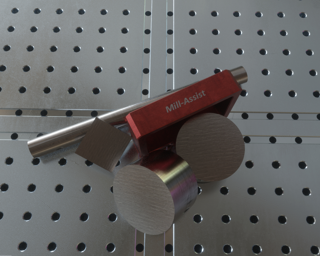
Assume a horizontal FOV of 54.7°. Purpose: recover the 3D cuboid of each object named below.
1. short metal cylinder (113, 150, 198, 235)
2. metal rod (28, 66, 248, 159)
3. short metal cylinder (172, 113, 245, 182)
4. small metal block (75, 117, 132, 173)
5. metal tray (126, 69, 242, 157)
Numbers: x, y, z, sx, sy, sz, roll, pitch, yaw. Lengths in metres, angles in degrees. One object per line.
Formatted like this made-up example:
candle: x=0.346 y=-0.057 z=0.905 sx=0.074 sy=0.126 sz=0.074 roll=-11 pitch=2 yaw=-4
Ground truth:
short metal cylinder: x=-0.005 y=0.070 z=0.346 sx=0.080 sy=0.080 sz=0.050 roll=45 pitch=35 yaw=14
metal rod: x=-0.023 y=-0.024 z=0.416 sx=0.302 sy=0.025 sz=0.025 roll=-20 pitch=72 yaw=-8
short metal cylinder: x=0.056 y=0.026 z=0.380 sx=0.081 sy=0.050 sz=0.080 roll=1 pitch=78 yaw=-4
small metal block: x=-0.070 y=0.020 z=0.386 sx=0.050 sy=0.025 sz=0.050 roll=30 pitch=88 yaw=-9
metal tray: x=0.028 y=-0.014 z=0.379 sx=0.131 sy=0.090 sz=0.030 roll=-25 pitch=72 yaw=-9
